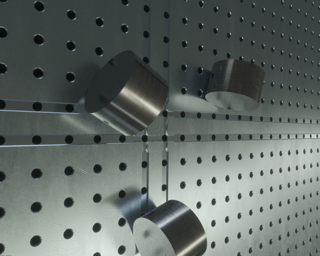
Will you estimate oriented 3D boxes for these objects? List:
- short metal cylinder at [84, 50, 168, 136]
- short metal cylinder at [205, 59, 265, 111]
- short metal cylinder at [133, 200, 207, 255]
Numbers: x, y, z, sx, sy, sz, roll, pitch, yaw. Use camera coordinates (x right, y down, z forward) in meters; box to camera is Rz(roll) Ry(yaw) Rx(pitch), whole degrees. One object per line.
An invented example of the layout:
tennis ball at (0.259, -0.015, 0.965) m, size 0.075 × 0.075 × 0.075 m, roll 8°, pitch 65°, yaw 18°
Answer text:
short metal cylinder at (-0.038, -0.038, 0.343) m, size 0.050 × 0.080 × 0.080 m, roll 36°, pitch 68°, yaw -35°
short metal cylinder at (0.114, -0.063, 0.472) m, size 0.080 × 0.080 × 0.050 m, roll 23°, pitch 75°, yaw -38°
short metal cylinder at (0.011, 0.137, 0.385) m, size 0.050 × 0.080 × 0.079 m, roll -21°, pitch 104°, yaw -38°
